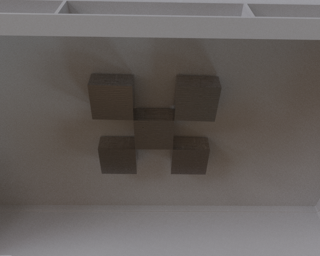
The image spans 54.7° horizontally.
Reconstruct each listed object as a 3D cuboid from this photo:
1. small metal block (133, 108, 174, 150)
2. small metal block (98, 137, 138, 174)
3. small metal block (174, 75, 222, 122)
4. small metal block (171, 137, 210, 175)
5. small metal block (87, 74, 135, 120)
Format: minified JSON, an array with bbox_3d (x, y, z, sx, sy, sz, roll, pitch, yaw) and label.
[{"bbox_3d":[-0.008,0.002,0.407,0.050,0.025,0.050,0,130,-1],"label":"small metal block"},{"bbox_3d":[-0.058,0.039,0.439,0.050,0.025,0.050,0,130,-1],"label":"small metal block"},{"bbox_3d":[0.044,-0.035,0.376,0.050,0.025,0.050,2,130,-2],"label":"small metal block"},{"bbox_3d":[0.041,0.040,0.440,0.050,0.025,0.050,1,130,-1],"label":"small metal block"},{"bbox_3d":[-0.057,-0.037,0.374,0.050,0.025,0.050,1,130,-1],"label":"small metal block"}]
